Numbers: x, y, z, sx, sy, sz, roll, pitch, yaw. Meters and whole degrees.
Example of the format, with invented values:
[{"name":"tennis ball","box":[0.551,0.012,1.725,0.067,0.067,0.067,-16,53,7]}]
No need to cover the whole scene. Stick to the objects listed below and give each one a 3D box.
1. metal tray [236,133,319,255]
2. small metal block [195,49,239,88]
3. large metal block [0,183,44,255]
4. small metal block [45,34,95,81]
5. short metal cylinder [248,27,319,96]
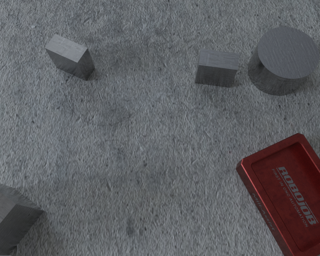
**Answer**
[{"name":"metal tray","box":[0.164,0.082,0.376,0.091,0.030,0.130,-24,72,-9]},{"name":"small metal block","box":[0.077,-0.081,0.425,0.050,0.050,0.025,8,71,3]},{"name":"large metal block","box":[-0.186,0.107,0.338,0.050,0.080,0.080,33,73,11]},{"name":"small metal block","box":[-0.123,-0.097,0.429,0.050,0.050,0.025,25,72,9]},{"name":"short metal cylinder","box":[0.168,-0.091,0.429,0.081,0.050,0.080,0,70,0]}]
